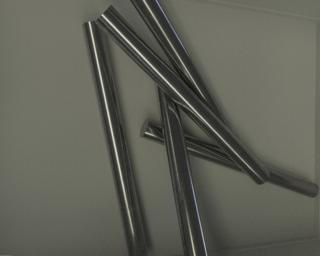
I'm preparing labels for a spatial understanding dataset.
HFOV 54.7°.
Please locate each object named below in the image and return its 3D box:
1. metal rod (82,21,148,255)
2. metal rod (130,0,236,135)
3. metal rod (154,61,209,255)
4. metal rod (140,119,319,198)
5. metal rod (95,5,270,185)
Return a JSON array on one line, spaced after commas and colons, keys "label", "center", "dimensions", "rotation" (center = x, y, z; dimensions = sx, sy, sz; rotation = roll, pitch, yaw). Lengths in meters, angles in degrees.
[{"label": "metal rod", "center": [-0.055, 0.019, 0.389], "dimensions": [0.025, 0.025, 0.298], "rotation": [-12, 94, -20]}, {"label": "metal rod", "center": [0.023, -0.082, 0.359], "dimensions": [0.025, 0.025, 0.300], "rotation": [-49, 128, -13]}, {"label": "metal rod", "center": [0.024, 0.053, 0.355], "dimensions": [0.025, 0.025, 0.299], "rotation": [-1, 66, -20]}, {"label": "metal rod", "center": [0.113, 0.051, 0.451], "dimensions": [0.302, 0.025, 0.025], "rotation": [21, 83, -19]}, {"label": "metal rod", "center": [0.042, -0.025, 0.381], "dimensions": [0.300, 0.025, 0.025], "rotation": [43, 77, -22]}]
